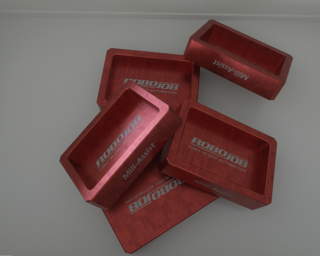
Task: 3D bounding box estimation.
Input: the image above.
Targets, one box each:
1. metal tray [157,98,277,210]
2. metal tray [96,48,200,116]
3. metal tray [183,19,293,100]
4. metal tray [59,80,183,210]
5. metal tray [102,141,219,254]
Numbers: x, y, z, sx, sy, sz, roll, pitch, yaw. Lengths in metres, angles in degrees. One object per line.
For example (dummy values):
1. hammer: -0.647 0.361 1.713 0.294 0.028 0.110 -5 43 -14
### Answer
1. metal tray: 0.072 0.031 0.367 0.131 0.030 0.090 24 59 -9
2. metal tray: -0.013 -0.059 0.428 0.131 0.030 0.090 6 70 2
3. metal tray: 0.108 -0.097 0.421 0.130 0.030 0.090 28 42 9
4. metal tray: -0.048 0.015 0.354 0.130 0.030 0.090 -49 45 -3
5. metal tray: -0.004 0.078 0.378 0.131 0.030 0.090 -30 73 -11
